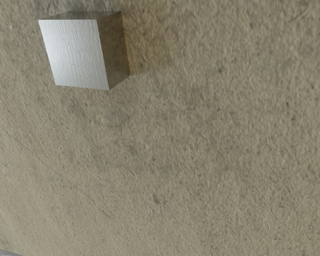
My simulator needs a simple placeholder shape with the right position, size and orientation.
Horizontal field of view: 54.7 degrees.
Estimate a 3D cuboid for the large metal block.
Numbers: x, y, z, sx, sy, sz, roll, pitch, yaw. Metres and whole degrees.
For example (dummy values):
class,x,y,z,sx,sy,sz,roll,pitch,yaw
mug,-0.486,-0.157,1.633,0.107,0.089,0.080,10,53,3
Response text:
class,x,y,z,sx,sy,sz,roll,pitch,yaw
large metal block,-0.089,-0.096,0.377,0.080,0.050,0.079,8,122,23
